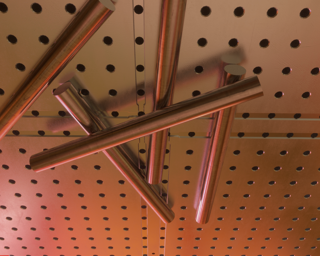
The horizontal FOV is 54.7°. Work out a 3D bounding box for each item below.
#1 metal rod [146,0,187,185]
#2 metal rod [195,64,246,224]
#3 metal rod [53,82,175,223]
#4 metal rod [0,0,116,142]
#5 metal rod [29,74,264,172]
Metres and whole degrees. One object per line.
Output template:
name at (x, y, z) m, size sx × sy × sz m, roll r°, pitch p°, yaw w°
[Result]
metal rod at (0.004, -0.036, 0.381) m, size 0.025 × 0.025 × 0.298 m, roll 4°, pitch 130°, yaw -4°
metal rod at (0.080, 0.046, 0.452) m, size 0.025 × 0.025 × 0.298 m, roll 1°, pitch 130°, yaw -2°
metal rod at (-0.051, 0.055, 0.457) m, size 0.025 × 0.025 × 0.299 m, roll -21°, pitch 128°, yaw 16°
metal rod at (-0.158, -0.043, 0.372) m, size 0.025 × 0.025 × 0.299 m, roll 37°, pitch 121°, yaw -27°
metal rod at (-0.028, 0.000, 0.377) m, size 0.301 × 0.025 × 0.025 m, roll -19°, pitch 128°, yaw 15°
